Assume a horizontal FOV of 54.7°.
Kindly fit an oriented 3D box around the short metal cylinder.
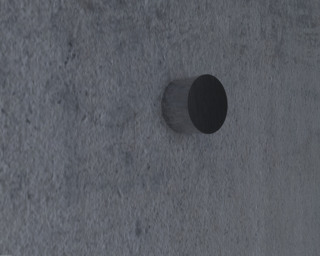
[{"bbox_3d":[0.049,-0.032,0.432,0.081,0.050,0.079,0,90,-40],"label":"short metal cylinder"}]
